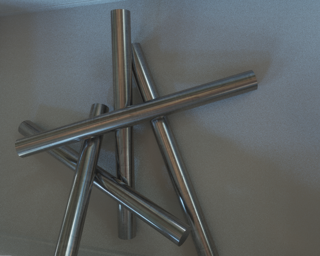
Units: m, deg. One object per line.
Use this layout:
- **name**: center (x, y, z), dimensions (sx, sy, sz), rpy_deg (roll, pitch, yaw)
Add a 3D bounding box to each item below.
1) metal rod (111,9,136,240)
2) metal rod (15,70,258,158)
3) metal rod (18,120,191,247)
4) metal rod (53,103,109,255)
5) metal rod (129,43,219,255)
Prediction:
- **metal rod**: center (-0.048, 0.000, 0.410), dimensions (0.025, 0.025, 0.298), rpy_deg (1, 96, 19)
- **metal rod**: center (-0.032, -0.016, 0.382), dimensions (0.301, 0.025, 0.025), rpy_deg (-16, 85, 4)
- **metal rod**: center (-0.091, 0.060, 0.414), dimensions (0.300, 0.025, 0.025), rpy_deg (27, 99, 27)
- **metal rod**: center (-0.099, 0.103, 0.360), dimensions (0.025, 0.025, 0.299), rpy_deg (-4, 60, 19)
- **metal rod**: center (0.013, 0.029, 0.405), dimensions (0.025, 0.025, 0.299), rpy_deg (-22, 83, 18)
